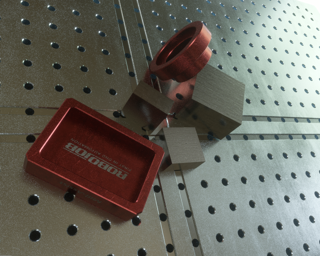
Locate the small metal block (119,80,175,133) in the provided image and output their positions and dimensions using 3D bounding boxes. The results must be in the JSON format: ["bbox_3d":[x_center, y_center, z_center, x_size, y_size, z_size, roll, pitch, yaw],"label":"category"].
[{"bbox_3d":[-0.017,-0.026,0.400,0.050,0.050,0.025,32,52,-8],"label":"small metal block"}]

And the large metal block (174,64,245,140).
[{"bbox_3d":[0.076,-0.041,0.460,0.080,0.050,0.080,26,53,-13],"label":"large metal block"}]

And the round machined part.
[{"bbox_3d":[0.036,-0.105,0.450,0.042,0.098,0.098,43,48,-25],"label":"round machined part"}]

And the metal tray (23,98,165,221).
[{"bbox_3d":[-0.068,0.034,0.348,0.131,0.030,0.090,30,52,-10],"label":"metal tray"}]

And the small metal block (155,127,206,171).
[{"bbox_3d":[0.026,0.027,0.407,0.050,0.025,0.050,0,62,-29],"label":"small metal block"}]
